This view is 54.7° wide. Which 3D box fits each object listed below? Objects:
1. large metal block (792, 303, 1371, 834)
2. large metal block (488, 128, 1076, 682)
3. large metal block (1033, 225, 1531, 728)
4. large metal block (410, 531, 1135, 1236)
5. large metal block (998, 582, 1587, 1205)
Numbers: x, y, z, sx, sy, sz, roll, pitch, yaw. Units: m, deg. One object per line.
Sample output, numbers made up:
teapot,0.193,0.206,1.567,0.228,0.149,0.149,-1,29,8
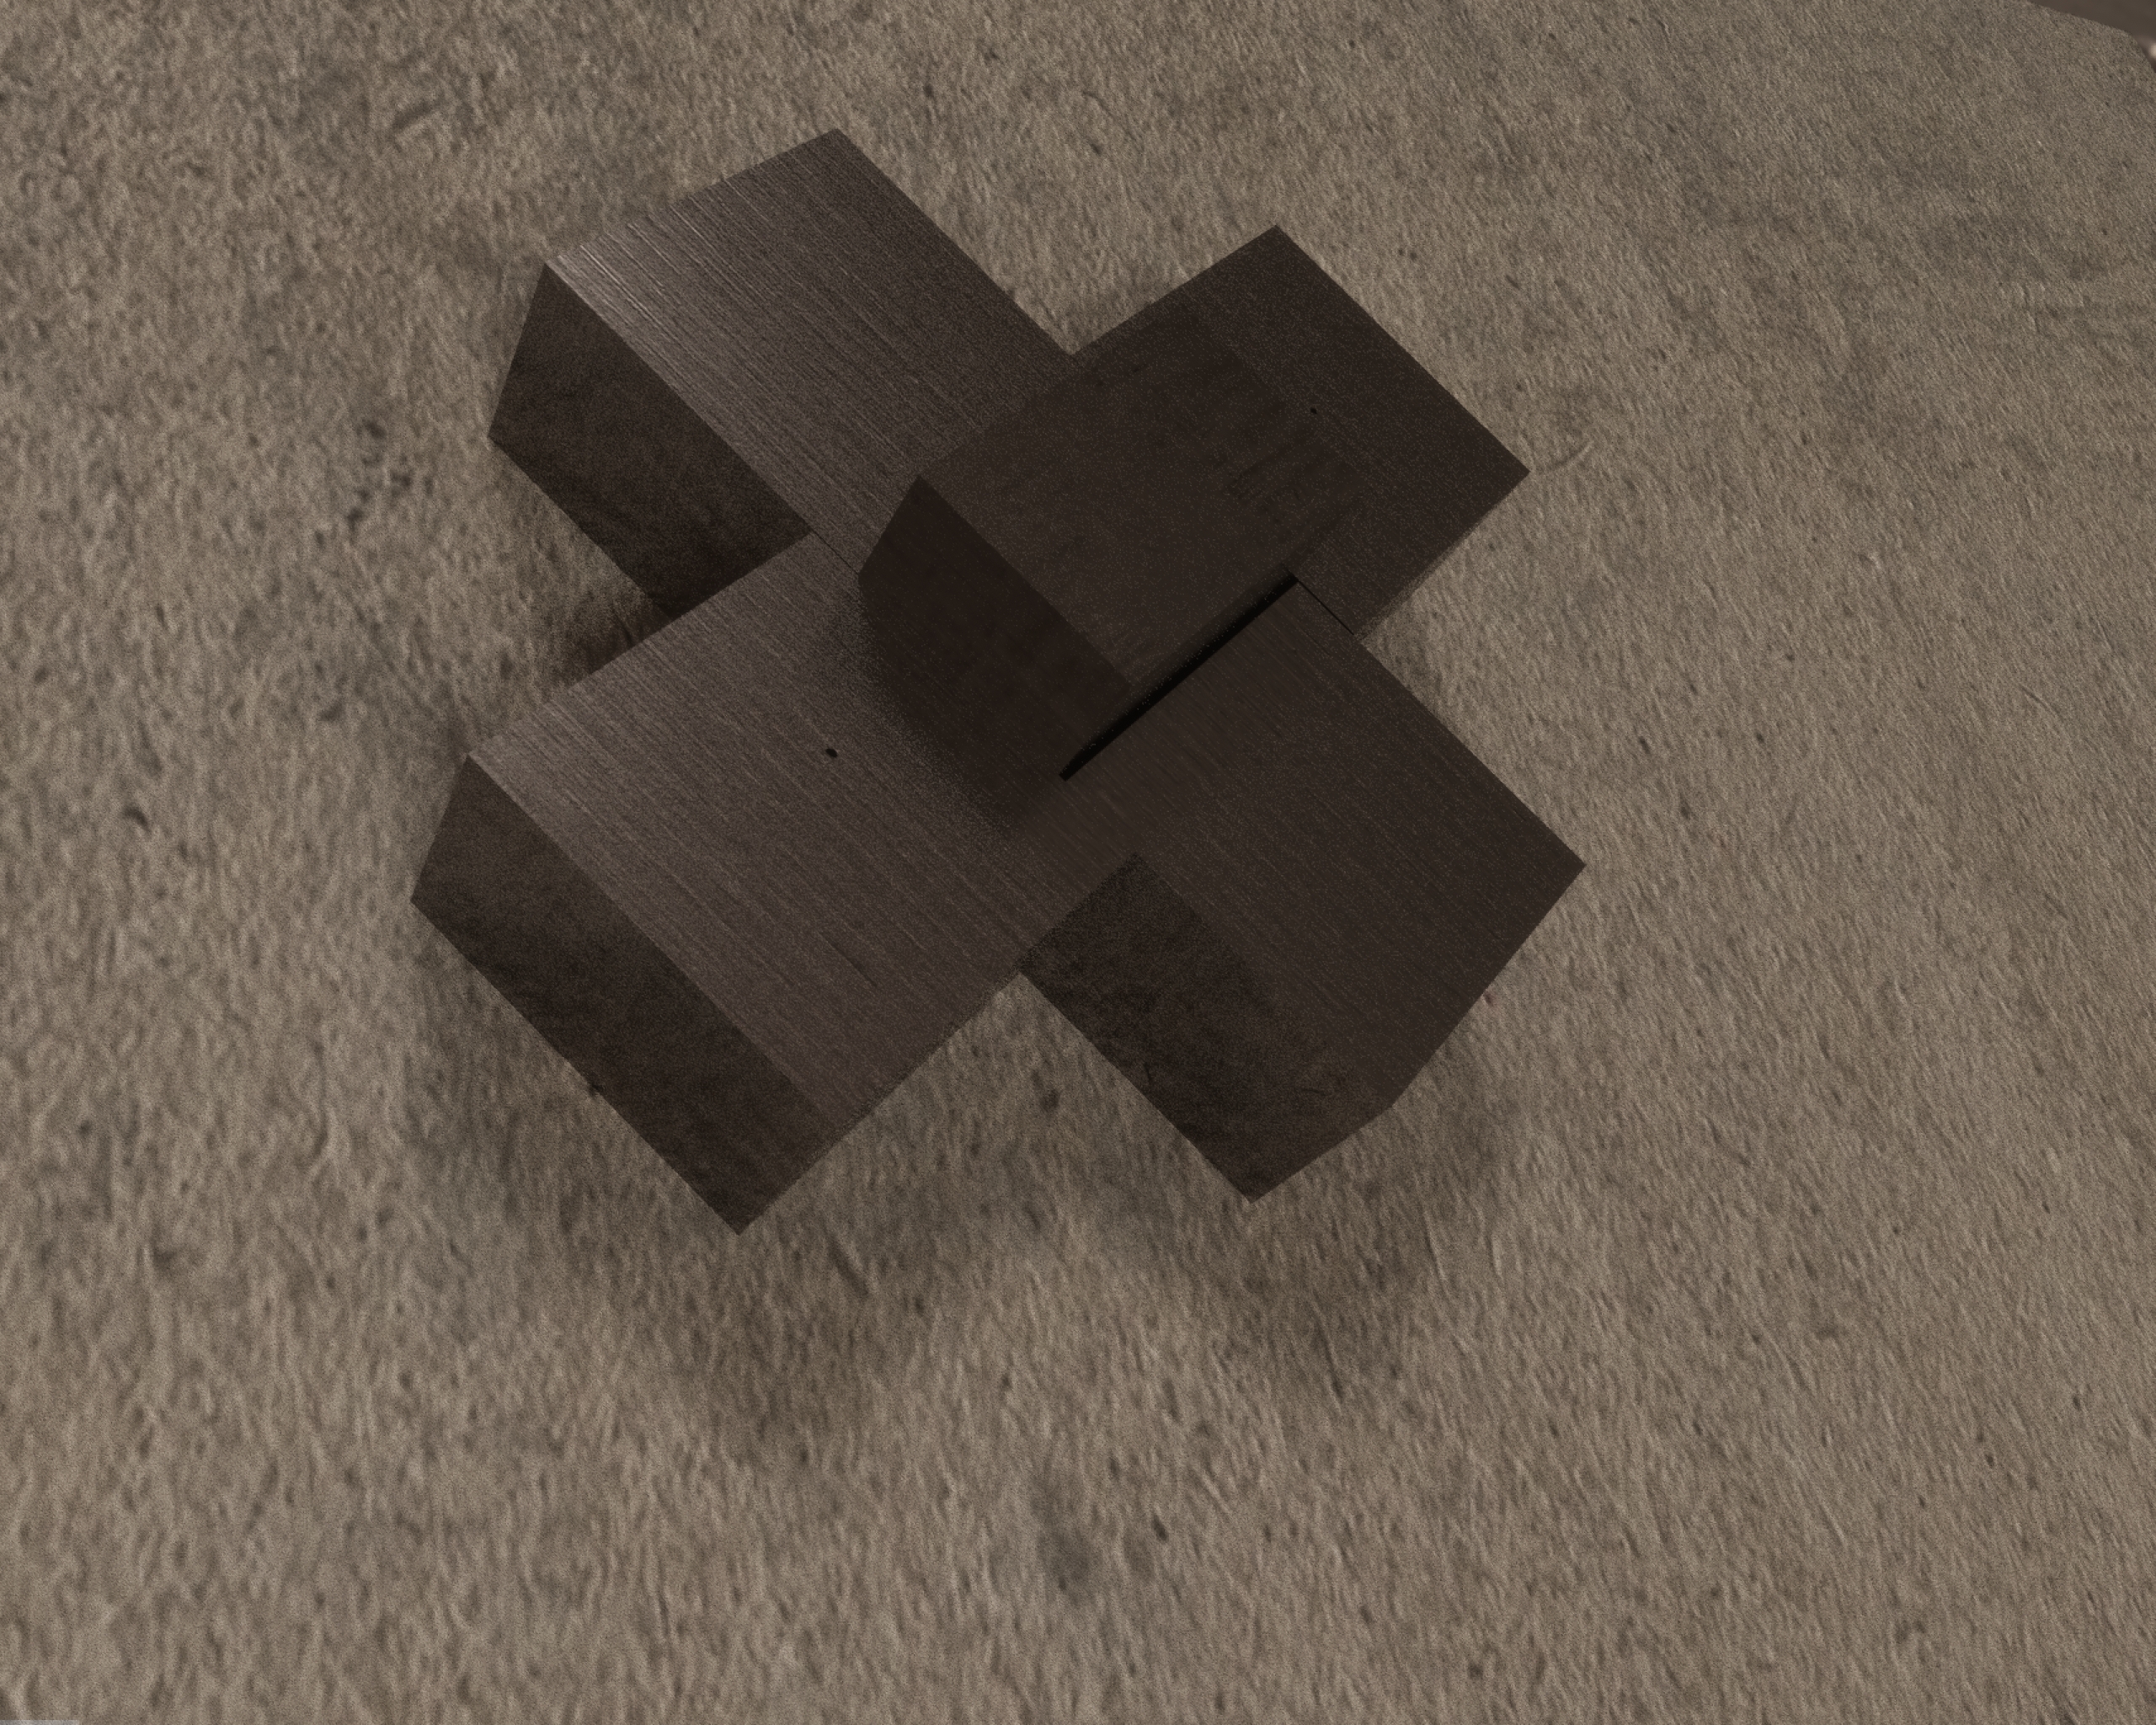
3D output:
large metal block,-0.002,-0.049,0.400,0.050,0.080,0.080,45,51,3
large metal block,-0.054,-0.088,0.414,0.080,0.050,0.080,45,51,3
large metal block,0.039,-0.083,0.462,0.080,0.050,0.080,45,51,3
large metal block,-0.052,0.002,0.360,0.080,0.050,0.080,45,51,3
large metal block,0.039,0.005,0.408,0.080,0.050,0.080,45,51,3
